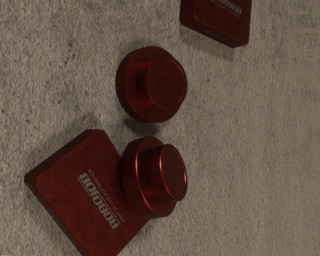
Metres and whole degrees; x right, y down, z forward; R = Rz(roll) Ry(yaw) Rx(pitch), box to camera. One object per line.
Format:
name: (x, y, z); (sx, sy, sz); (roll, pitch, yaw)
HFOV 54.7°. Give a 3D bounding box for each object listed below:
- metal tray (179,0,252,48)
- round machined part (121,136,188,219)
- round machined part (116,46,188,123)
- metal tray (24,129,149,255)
metal tray: (0.090, -0.187, 0.480); (0.131, 0.030, 0.089); (9, 84, -40)
round machined part: (0.000, 0.056, 0.369); (0.098, 0.042, 0.098); (42, 39, -47)
round machined part: (-0.003, -0.055, 0.393); (0.099, 0.042, 0.097); (0, 90, -40)
metal tray: (-0.072, 0.077, 0.343); (0.090, 0.030, 0.130); (-42, 116, -32)
